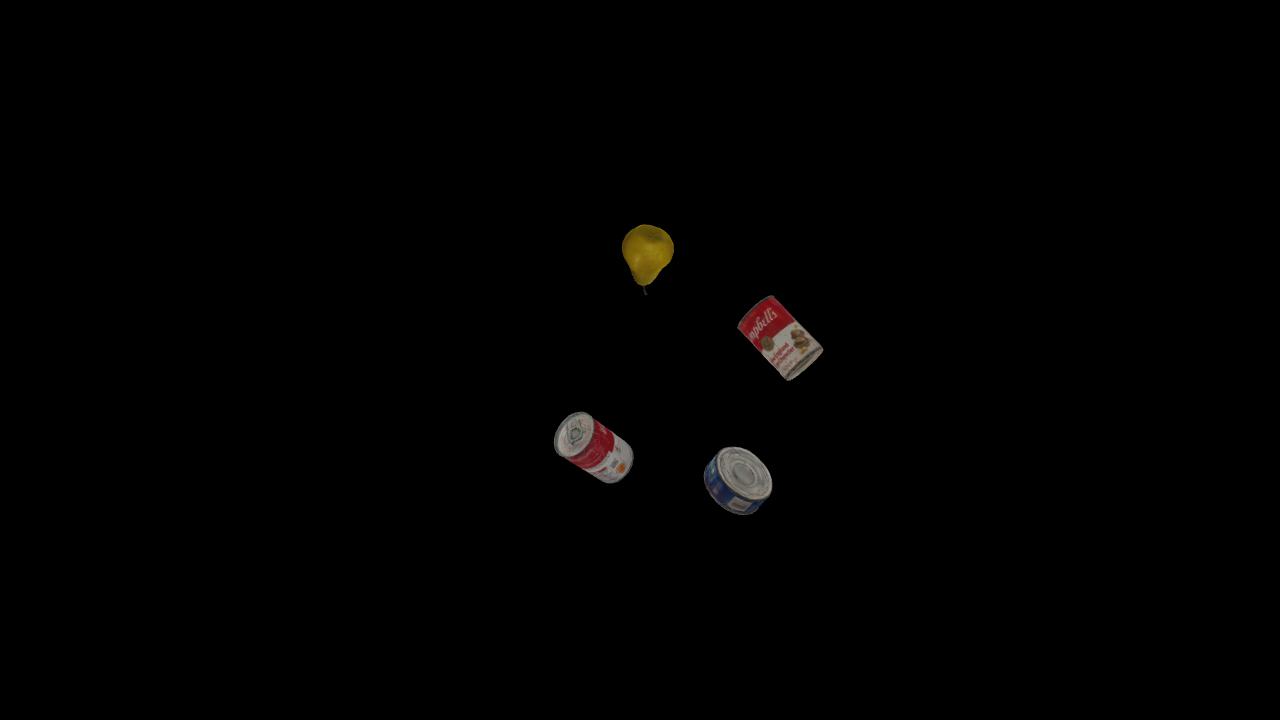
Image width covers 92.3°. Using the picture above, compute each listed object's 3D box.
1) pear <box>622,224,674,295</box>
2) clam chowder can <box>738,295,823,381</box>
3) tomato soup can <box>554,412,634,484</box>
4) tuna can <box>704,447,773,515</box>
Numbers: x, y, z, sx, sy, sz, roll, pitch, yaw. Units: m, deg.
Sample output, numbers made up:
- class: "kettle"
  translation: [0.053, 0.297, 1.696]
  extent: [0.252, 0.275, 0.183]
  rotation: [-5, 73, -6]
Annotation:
- class: "pear"
  translation: [0.006, -0.153, 0.956]
  extent: [0.080, 0.111, 0.080]
  rotation: [12, 41, -10]
- class: "clam chowder can"
  translation: [0.193, -0.030, 0.846]
  extent: [0.068, 0.102, 0.068]
  rotation: [-36, -18, -14]
- class: "tomato soup can"
  translation: [-0.062, 0.124, 0.853]
  extent: [0.068, 0.068, 0.101]
  rotation: [0, -30, 38]
- class: "tuna can"
  translation: [0.125, 0.152, 0.781]
  extent: [0.084, 0.084, 0.034]
  rotation: [0, -43, -33]
